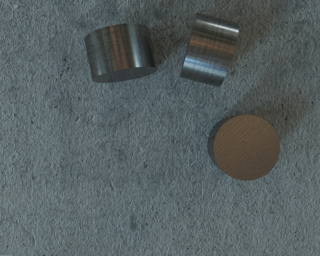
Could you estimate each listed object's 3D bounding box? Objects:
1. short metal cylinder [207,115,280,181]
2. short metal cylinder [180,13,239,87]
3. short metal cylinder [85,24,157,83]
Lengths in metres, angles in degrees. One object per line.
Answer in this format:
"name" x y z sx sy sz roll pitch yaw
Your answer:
"short metal cylinder" 0.105 0.024 0.398 0.081 0.050 0.080 0 90 0
"short metal cylinder" 0.059 -0.096 0.383 0.050 0.080 0.080 15 90 0
"short metal cylinder" -0.048 -0.089 0.382 0.080 0.080 0.050 -11 90 0
